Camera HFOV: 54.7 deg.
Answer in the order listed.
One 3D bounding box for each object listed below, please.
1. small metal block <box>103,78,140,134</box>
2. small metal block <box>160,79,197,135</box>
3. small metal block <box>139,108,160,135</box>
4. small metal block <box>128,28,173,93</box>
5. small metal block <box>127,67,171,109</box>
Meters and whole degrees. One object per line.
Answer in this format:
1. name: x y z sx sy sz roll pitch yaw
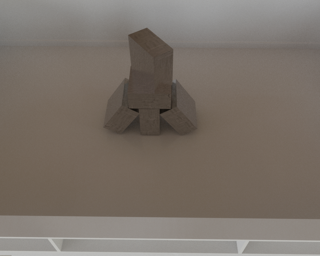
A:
1. small metal block: -0.049 -0.028 0.406 0.025 0.050 0.050 24 45 -25
2. small metal block: 0.024 -0.027 0.406 0.025 0.050 0.050 -23 44 26
3. small metal block: -0.013 -0.026 0.408 0.025 0.050 0.050 1 50 1
4. small metal block: -0.010 -0.077 0.353 0.025 0.050 0.050 -29 56 -21
5. small metal block: -0.012 -0.050 0.379 0.050 0.025 0.050 1 50 0
